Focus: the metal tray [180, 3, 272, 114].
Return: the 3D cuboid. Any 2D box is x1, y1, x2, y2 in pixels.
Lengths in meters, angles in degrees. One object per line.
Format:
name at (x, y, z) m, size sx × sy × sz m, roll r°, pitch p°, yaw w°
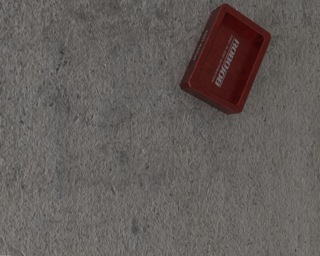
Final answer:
metal tray at (0.095, -0.095, 0.440) m, size 0.090 × 0.030 × 0.130 m, roll 26°, pitch 81°, yaw -18°
